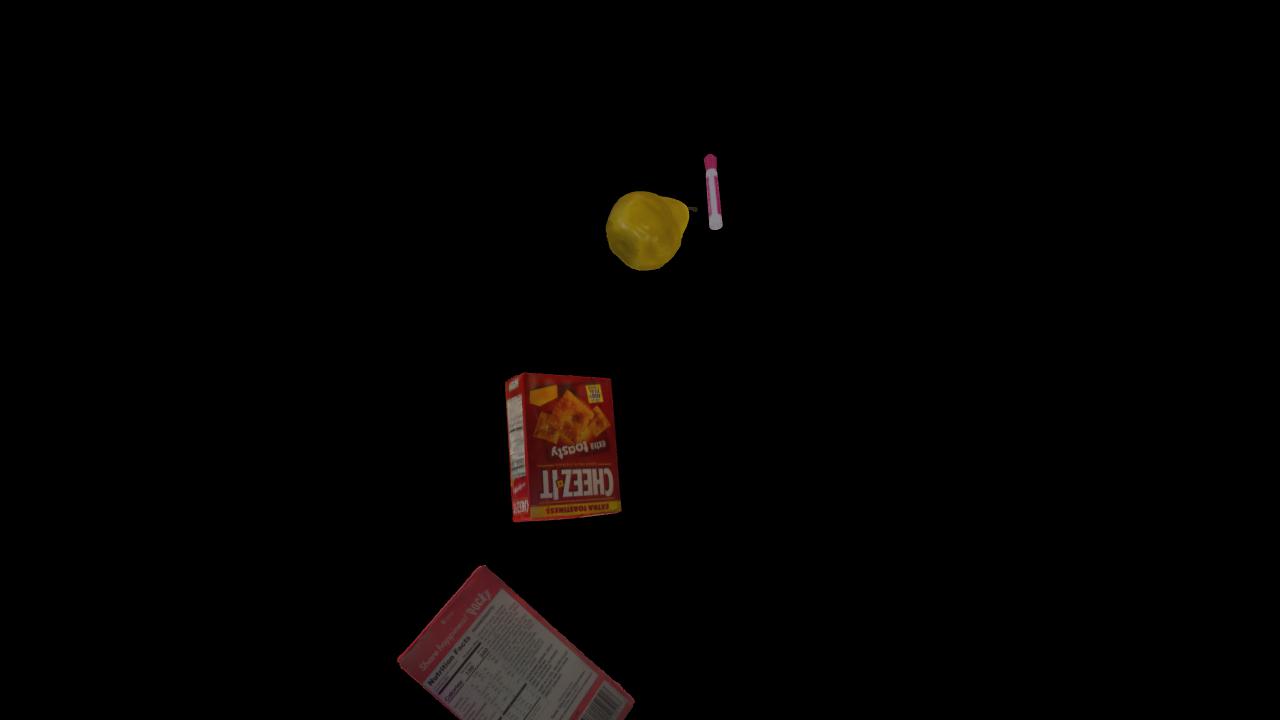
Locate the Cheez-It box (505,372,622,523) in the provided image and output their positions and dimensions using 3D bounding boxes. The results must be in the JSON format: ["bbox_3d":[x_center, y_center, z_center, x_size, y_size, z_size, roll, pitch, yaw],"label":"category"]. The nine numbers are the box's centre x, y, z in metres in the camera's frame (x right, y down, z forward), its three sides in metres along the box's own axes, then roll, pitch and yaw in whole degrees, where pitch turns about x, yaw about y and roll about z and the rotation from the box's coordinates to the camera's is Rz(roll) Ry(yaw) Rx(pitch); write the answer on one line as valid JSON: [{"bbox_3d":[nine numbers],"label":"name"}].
[{"bbox_3d":[-0.121,0.137,0.972,0.166,0.223,0.071,6,-18,-36],"label":"Cheez-It box"}]

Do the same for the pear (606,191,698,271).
[{"bbox_3d":[0.018,-0.145,0.635,0.080,0.080,0.111,0,39,49],"label":"pear"}]

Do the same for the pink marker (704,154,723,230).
[{"bbox_3d":[0.104,-0.242,0.877,0.020,0.121,0.020,-1,-20,-1],"label":"pink marker"}]

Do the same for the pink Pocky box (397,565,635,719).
[{"bbox_3d":[-0.087,0.232,0.444,0.084,0.155,0.029,-49,2,-29],"label":"pink Pocky box"}]
